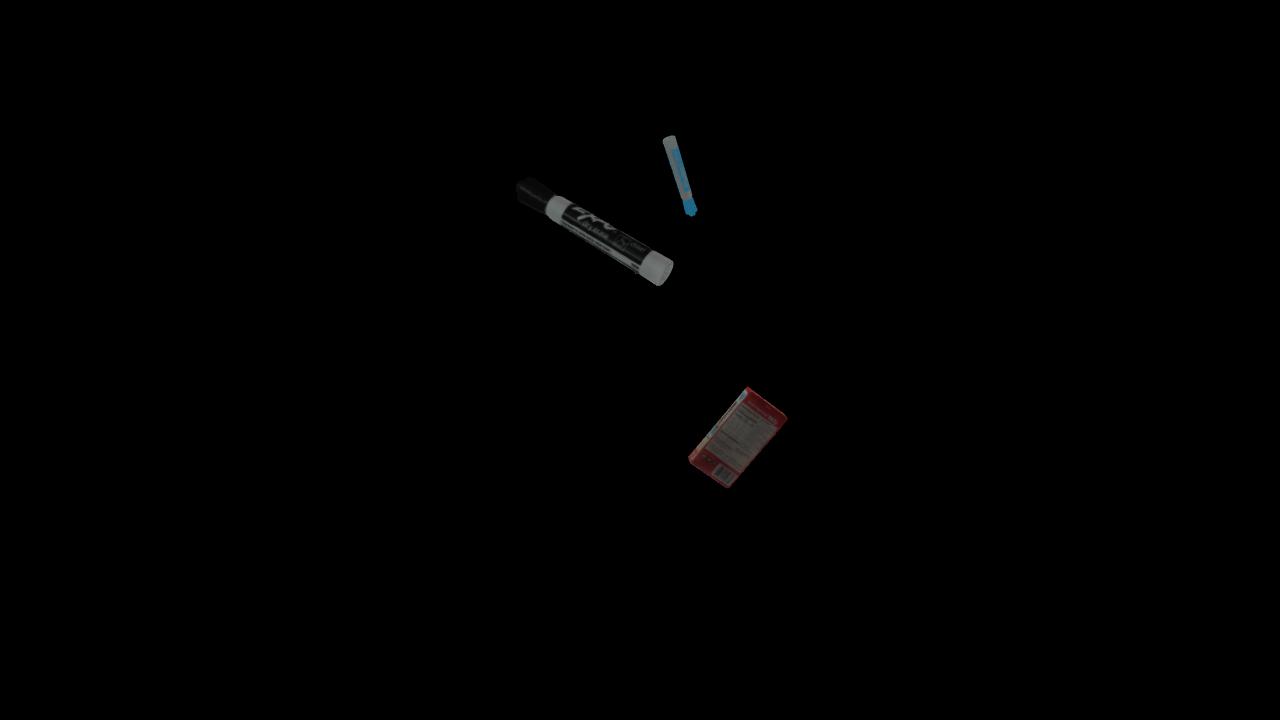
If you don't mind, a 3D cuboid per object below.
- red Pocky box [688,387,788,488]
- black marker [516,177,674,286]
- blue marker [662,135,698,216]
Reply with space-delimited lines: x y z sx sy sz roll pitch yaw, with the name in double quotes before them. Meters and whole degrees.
"red Pocky box" 0.158 0.126 0.995 0.083 0.155 0.028 36 10 -12
"black marker" -0.033 -0.087 0.407 0.121 0.020 0.020 33 8 12
"blue marker" 0.059 -0.262 0.886 0.020 0.121 0.020 -15 37 12
